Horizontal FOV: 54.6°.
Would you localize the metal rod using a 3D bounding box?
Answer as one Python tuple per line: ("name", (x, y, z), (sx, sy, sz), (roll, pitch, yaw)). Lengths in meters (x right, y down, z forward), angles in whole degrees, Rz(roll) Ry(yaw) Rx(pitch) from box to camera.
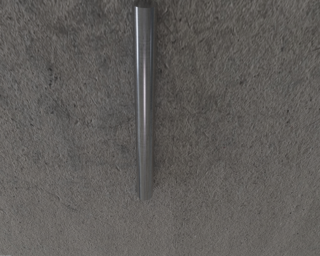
("metal rod", (-0.019, -0.008, 0.399), (0.025, 0.025, 0.298), (1, 130, -1))
